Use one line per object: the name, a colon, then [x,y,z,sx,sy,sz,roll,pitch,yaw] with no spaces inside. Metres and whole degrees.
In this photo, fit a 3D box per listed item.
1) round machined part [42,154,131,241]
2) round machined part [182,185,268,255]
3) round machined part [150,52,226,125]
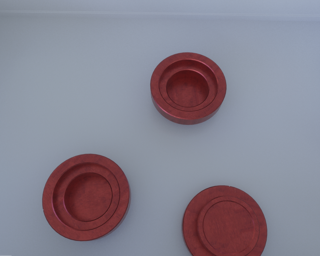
round machined part: [-0.084,0.083,0.370,0.099,0.042,0.098,0,70,0]
round machined part: [0.075,0.115,0.359,0.099,0.042,0.098,0,70,0]
round machined part: [0.037,-0.049,0.419,0.099,0.042,0.098,0,70,0]
